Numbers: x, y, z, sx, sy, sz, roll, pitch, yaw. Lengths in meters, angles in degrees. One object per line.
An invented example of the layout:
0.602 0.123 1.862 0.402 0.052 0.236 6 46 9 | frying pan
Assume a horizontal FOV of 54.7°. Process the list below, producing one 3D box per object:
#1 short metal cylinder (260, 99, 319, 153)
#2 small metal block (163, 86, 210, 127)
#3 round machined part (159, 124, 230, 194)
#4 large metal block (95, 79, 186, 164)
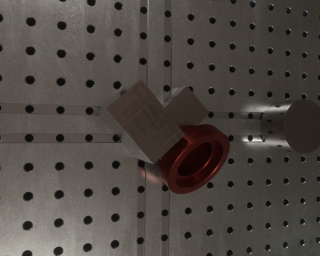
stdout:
0.204 -0.003 0.477 0.081 0.050 0.079 0 90 -21 | short metal cylinder
0.031 -0.022 0.425 0.050 0.025 0.050 -46 105 -14 | small metal block
0.039 0.035 0.403 0.099 0.042 0.097 -23 135 -24 | round machined part
-0.027 -0.007 0.374 0.050 0.080 0.080 -42 104 -15 | large metal block
